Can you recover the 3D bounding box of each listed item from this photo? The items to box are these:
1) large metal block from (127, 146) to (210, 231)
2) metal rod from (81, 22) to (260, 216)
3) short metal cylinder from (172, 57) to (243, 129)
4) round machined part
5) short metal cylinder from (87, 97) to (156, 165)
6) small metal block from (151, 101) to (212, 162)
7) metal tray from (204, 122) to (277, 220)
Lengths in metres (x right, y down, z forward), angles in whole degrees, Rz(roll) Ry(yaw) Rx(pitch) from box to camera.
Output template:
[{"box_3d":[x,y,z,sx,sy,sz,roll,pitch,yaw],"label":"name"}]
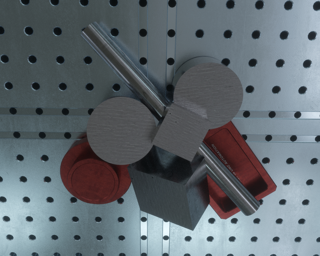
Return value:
[{"box_3d":[0.013,0.073,0.395,0.080,0.050,0.080,12,131,31],"label":"large metal block"},{"box_3d":[0.017,-0.007,0.381,0.025,0.025,0.300,-41,96,13],"label":"metal rod"},{"box_3d":[0.056,-0.044,0.381,0.081,0.050,0.079,0,110,0],"label":"short metal cylinder"},{"box_3d":[-0.087,0.064,0.422,0.099,0.042,0.097,0,110,0],"label":"round machined part"},{"box_3d":[-0.048,0.002,0.385,0.081,0.050,0.079,-1,94,-8],"label":"short metal cylinder"},{"box_3d":[0.023,0.003,0.354,0.050,0.025,0.050,25,100,-9],"label":"small metal block"},{"box_3d":[0.088,0.055,0.427,0.090,0.030,0.130,-35,107,11],"label":"metal tray"}]
